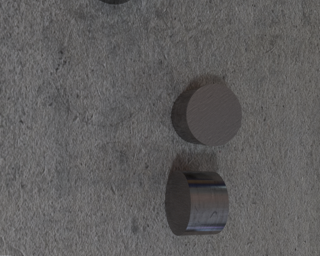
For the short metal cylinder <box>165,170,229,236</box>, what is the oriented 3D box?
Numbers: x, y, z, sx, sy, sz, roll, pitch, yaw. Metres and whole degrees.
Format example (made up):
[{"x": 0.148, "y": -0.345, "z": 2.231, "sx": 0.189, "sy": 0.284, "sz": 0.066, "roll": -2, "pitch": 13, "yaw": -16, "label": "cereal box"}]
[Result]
[{"x": 0.045, "y": 0.095, "z": 0.396, "sx": 0.050, "sy": 0.080, "sz": 0.080, "roll": 5, "pitch": 88, "yaw": -20, "label": "short metal cylinder"}]

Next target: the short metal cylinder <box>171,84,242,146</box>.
[{"x": 0.062, "y": -0.017, "z": 0.418, "sx": 0.081, "sy": 0.050, "sz": 0.080, "roll": 0, "pitch": 90, "yaw": -20, "label": "short metal cylinder"}]

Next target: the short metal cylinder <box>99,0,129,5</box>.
[{"x": -0.054, "y": -0.199, "z": 0.375, "sx": 0.081, "sy": 0.050, "sz": 0.080, "roll": 0, "pitch": 90, "yaw": -20, "label": "short metal cylinder"}]
